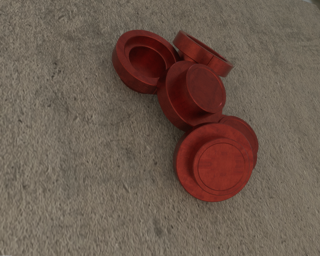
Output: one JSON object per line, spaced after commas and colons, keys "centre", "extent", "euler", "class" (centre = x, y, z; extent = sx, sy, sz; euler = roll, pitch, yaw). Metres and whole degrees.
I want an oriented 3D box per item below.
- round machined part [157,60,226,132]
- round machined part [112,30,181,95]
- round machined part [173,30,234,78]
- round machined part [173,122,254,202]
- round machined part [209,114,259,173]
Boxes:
{"centre": [0.048, -0.045, 0.407], "extent": [0.099, 0.042, 0.098], "euler": [14, 64, -32], "class": "round machined part"}
{"centre": [-0.021, -0.087, 0.438], "extent": [0.099, 0.042, 0.098], "euler": [14, 56, -21], "class": "round machined part"}
{"centre": [0.060, -0.105, 0.475], "extent": [0.098, 0.042, 0.098], "euler": [29, 21, -12], "class": "round machined part"}
{"centre": [0.068, 0.043, 0.374], "extent": [0.099, 0.042, 0.097], "euler": [-1, 95, -9], "class": "round machined part"}
{"centre": [0.098, 0.021, 0.436], "extent": [0.099, 0.042, 0.098], "euler": [14, 56, -21], "class": "round machined part"}
